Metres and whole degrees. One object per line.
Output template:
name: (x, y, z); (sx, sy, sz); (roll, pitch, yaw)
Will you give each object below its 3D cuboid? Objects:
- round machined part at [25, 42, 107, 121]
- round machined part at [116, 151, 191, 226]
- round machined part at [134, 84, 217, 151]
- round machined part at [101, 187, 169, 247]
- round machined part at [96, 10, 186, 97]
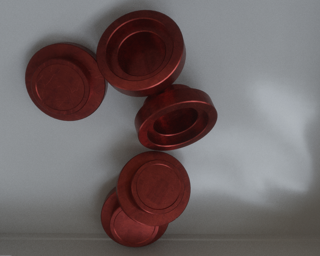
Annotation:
round machined part: (-0.117, -0.054, 0.381); (0.099, 0.042, 0.097); (0, 110, -1)
round machined part: (-0.006, 0.078, 0.405); (0.099, 0.042, 0.098); (4, 75, -13)
round machined part: (0.017, -0.016, 0.380); (0.099, 0.042, 0.098); (-13, 146, -8)
round machined part: (-0.035, 0.129, 0.443); (0.099, 0.042, 0.097); (-1, 103, -2)
round machined part: (-0.019, -0.081, 0.355); (0.098, 0.042, 0.098); (-3, 74, 11)
